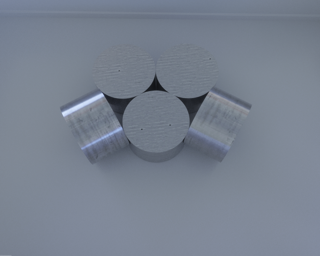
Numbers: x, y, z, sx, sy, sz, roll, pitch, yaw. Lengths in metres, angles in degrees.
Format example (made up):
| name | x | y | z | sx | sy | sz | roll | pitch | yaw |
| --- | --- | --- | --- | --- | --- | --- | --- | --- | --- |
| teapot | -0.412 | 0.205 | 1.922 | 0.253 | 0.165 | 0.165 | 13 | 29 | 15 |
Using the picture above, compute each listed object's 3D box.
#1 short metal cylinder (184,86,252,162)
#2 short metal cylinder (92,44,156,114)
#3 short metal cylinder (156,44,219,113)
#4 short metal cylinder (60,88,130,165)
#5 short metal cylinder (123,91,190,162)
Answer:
| name | x | y | z | sx | sy | sz | roll | pitch | yaw |
| --- | --- | --- | --- | --- | --- | --- | --- | --- | --- |
| short metal cylinder | 0.070 | -0.005 | 0.381 | 0.050 | 0.080 | 0.080 | 28 | 73 | 10 |
| short metal cylinder | -0.046 | -0.065 | 0.418 | 0.081 | 0.050 | 0.080 | 0 | 70 | 0 |
| short metal cylinder | 0.035 | -0.066 | 0.419 | 0.081 | 0.050 | 0.080 | 0 | 70 | 0 |
| short metal cylinder | -0.079 | -0.002 | 0.379 | 0.050 | 0.080 | 0.080 | -29 | 73 | -10 |
| short metal cylinder | -0.005 | -0.001 | 0.395 | 0.081 | 0.050 | 0.080 | 0 | 70 | 0 |
